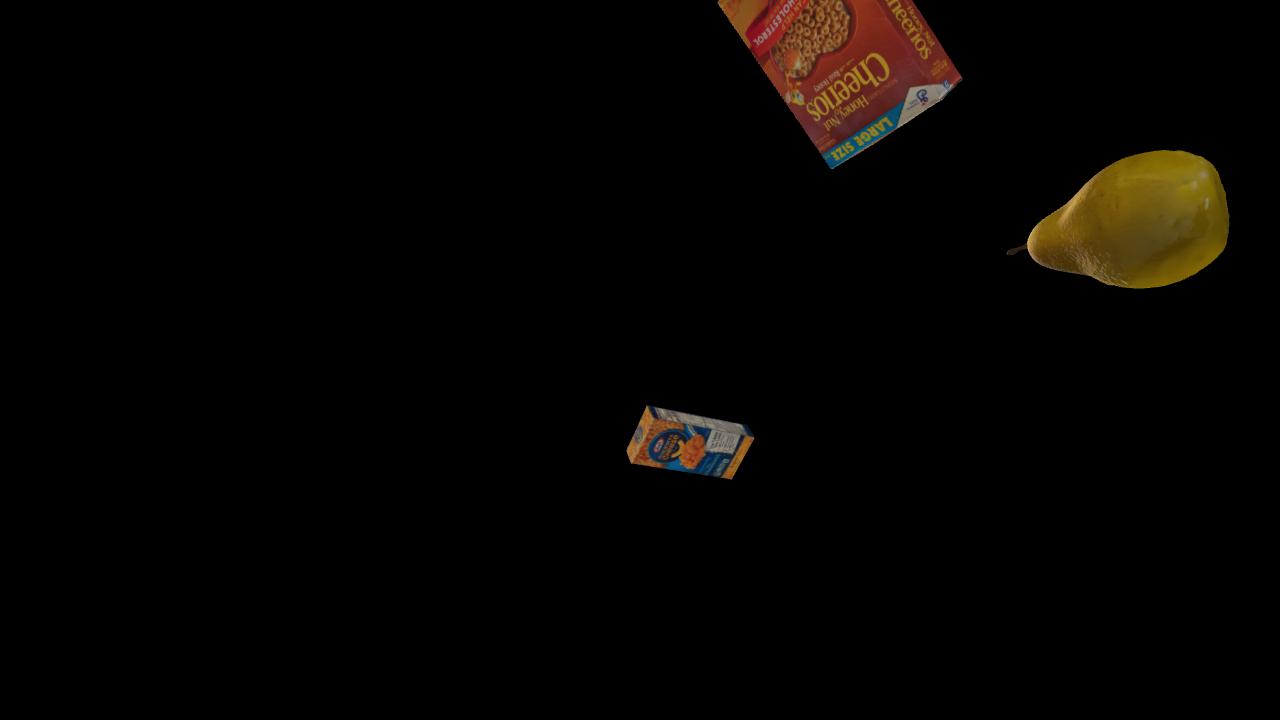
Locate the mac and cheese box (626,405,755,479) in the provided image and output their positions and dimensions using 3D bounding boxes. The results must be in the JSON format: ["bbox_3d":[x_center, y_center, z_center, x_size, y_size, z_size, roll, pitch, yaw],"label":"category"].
[{"bbox_3d":[0.081,0.132,0.970,0.184,0.093,0.041,12,28,-23],"label":"mac and cheese box"}]

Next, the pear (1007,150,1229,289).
[{"bbox_3d":[0.272,-0.077,0.366,0.080,0.080,0.111,0,-8,-40],"label":"pear"}]

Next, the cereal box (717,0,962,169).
[{"bbox_3d":[0.269,-0.446,0.856,0.081,0.306,0.203,-42,10,-25],"label":"cereal box"}]
